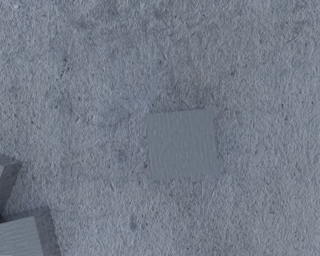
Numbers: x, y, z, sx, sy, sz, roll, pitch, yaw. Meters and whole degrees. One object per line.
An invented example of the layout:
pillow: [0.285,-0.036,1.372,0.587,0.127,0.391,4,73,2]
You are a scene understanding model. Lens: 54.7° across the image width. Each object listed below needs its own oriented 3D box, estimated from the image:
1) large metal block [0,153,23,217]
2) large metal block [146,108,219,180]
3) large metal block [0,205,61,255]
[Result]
large metal block: [-0.238,0.069,0.396,0.080,0.050,0.080,21,90,0]
large metal block: [0.027,0.019,0.398,0.080,0.050,0.080,-5,90,0]
large metal block: [-0.181,0.153,0.396,0.080,0.050,0.080,-13,90,0]
